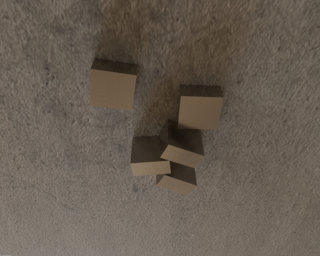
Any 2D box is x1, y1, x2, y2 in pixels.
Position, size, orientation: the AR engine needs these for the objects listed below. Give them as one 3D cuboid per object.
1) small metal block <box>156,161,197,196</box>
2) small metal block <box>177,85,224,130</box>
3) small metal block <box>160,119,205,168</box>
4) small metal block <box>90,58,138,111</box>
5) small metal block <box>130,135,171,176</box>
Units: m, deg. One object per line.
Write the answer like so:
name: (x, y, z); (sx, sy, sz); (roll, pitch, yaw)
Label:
small metal block: (0.023, 0.063, 0.445); (0.050, 0.050, 0.025); (21, 127, -18)
small metal block: (0.048, -0.026, 0.386); (0.050, 0.025, 0.050); (1, 130, -2)
small metal block: (0.028, 0.020, 0.409); (0.050, 0.050, 0.025); (19, 127, -16)
small metal block: (-0.055, -0.050, 0.364); (0.050, 0.025, 0.050); (7, 130, -7)
small metal block: (-0.012, 0.037, 0.422); (0.050, 0.050, 0.025); (-4, 130, 3)
